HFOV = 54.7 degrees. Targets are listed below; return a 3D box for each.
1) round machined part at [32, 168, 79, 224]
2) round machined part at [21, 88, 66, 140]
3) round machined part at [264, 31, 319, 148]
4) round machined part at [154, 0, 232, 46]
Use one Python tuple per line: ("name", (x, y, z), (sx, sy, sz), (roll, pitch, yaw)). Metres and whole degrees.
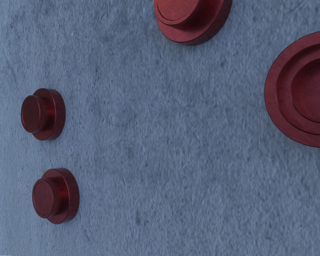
("round machined part", (-0.189, 0.121, 0.547), (0.098, 0.042, 0.097), (0, 90, 39))
("round machined part", (-0.221, -0.025, 0.572), (0.098, 0.042, 0.097), (0, 90, 39))
("round machined part", (0.147, -0.032, 0.272), (0.098, 0.042, 0.097), (0, 90, 39))
("round machined part", (0.031, -0.151, 0.366), (0.098, 0.042, 0.097), (0, 90, 39))
